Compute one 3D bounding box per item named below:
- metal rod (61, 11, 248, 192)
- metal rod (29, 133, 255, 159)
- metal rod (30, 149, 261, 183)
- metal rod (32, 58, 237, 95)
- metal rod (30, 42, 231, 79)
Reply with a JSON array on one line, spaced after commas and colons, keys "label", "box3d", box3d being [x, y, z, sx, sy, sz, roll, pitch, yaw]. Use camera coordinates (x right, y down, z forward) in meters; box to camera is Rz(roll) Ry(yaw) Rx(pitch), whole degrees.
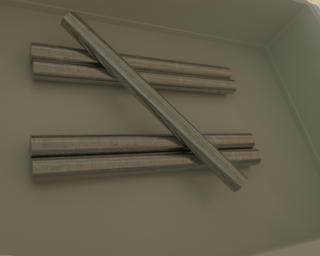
[{"label": "metal rod", "box3d": [-0.009, -0.034, 0.388, 0.300, 0.025, 0.025, 44, 51, 2]}, {"label": "metal rod", "box3d": [0.000, 0.020, 0.391, 0.303, 0.025, 0.025, 0, 62, -28]}, {"label": "metal rod", "box3d": [0.005, 0.042, 0.380, 0.303, 0.025, 0.025, 0, 62, -28]}, {"label": "metal rod", "box3d": [-0.017, -0.068, 0.436, 0.303, 0.025, 0.025, 0, 62, -28]}, {"label": "metal rod", "box3d": [-0.023, -0.090, 0.446, 0.303, 0.025, 0.025, 0, 62, -28]}]
